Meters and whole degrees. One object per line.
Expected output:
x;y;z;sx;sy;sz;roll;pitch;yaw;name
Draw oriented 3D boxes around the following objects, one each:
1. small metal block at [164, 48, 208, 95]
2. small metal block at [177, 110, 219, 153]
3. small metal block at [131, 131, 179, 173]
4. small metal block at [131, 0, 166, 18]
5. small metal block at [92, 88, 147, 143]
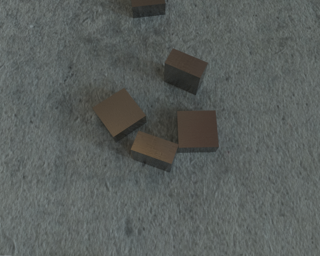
0.034;-0.076;0.423;0.050;0.050;0.025;25;72;8;small metal block
0.048;0.005;0.407;0.050;0.025;0.050;-1;70;-1;small metal block
-0.006;0.030;0.384;0.050;0.050;0.025;19;71;6;small metal block
-0.020;-0.202;0.482;0.050;0.025;0.050;-8;70;-3;small metal block
-0.053;-0.017;0.414;0.050;0.025;0.050;-34;74;-12;small metal block
